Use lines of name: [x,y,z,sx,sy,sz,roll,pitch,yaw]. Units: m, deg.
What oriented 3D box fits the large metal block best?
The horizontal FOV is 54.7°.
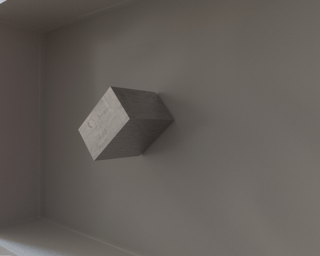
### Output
large metal block: [-0.044,-0.004,0.401,0.080,0.081,0.050,-47,62,29]
